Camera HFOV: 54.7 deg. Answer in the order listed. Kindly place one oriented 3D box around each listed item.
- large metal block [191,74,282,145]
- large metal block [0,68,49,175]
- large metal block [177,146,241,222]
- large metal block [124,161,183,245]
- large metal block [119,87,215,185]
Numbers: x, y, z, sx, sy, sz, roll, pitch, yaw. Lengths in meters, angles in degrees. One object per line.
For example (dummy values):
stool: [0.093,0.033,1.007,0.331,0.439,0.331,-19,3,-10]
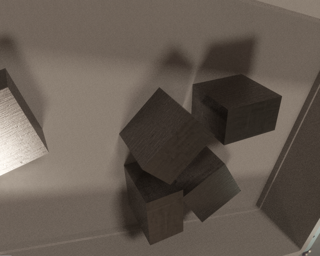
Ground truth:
large metal block: [0.098,-0.028,0.411,0.081,0.080,0.050,-14,125,-21]
large metal block: [-0.168,0.000,0.301,0.080,0.050,0.080,-26,128,-13]
large metal block: [0.070,0.089,0.488,0.080,0.050,0.080,-38,130,-3]
large metal block: [-0.009,0.098,0.430,0.050,0.080,0.079,-16,125,-20]
large metal block: [0.006,0.008,0.383,0.080,0.080,0.050,-49,129,6]
